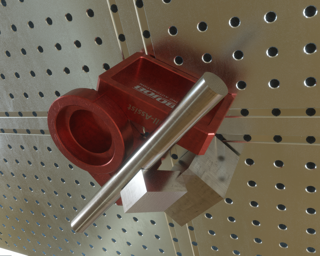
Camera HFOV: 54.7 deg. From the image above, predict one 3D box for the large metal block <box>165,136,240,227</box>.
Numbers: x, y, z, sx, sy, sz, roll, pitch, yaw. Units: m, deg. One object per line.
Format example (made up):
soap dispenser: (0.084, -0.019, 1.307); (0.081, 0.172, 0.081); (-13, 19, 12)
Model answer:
large metal block: (0.045, 0.063, 0.386); (0.050, 0.080, 0.080); (41, 129, -1)

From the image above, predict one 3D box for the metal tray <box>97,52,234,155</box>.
metal tray: (0.008, -0.033, 0.343); (0.130, 0.090, 0.030); (28, 129, 10)

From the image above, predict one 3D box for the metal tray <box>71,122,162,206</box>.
metal tray: (-0.064, 0.027, 0.417); (0.030, 0.090, 0.130); (-33, 101, 38)

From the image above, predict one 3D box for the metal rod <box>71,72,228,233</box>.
metal rod: (-0.034, 0.050, 0.341); (0.025, 0.025, 0.298); (42, 129, -1)

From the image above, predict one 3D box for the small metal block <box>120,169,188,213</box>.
small metal block: (-0.008, 0.069, 0.335); (0.050, 0.050, 0.025); (-50, 45, 39)

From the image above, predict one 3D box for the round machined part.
round machined part: (-0.072, 0.000, 0.347); (0.098, 0.042, 0.097); (13, 124, 20)
